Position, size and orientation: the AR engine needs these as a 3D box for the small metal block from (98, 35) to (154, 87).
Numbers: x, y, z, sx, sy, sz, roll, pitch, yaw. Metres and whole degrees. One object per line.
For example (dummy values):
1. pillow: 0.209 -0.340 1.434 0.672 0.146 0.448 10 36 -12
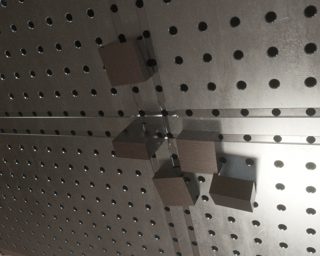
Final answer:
1. small metal block: -0.041 -0.081 0.381 0.050 0.025 0.050 -4 117 29

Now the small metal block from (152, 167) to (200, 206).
1. small metal block: 0.024 0.086 0.450 0.050 0.025 0.050 -9 114 32

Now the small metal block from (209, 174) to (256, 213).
1. small metal block: 0.095 0.085 0.399 0.050 0.025 0.050 7 153 24

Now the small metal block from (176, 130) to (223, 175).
1. small metal block: 0.052 0.031 0.402 0.050 0.025 0.050 3 120 26

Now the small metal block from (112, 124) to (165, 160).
1. small metal block: -0.028 0.017 0.419 0.050 0.050 0.025 3 120 26
